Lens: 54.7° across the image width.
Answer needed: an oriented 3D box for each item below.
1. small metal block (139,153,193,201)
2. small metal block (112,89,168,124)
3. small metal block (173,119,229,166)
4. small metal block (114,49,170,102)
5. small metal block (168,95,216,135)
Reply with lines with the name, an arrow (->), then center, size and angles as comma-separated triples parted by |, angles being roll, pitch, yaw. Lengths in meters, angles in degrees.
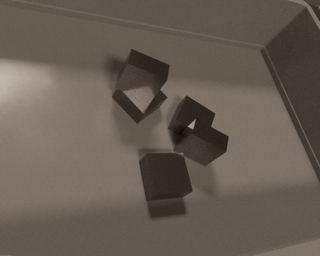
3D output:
small metal block -> 0.006, 0.058, 0.375 | 0.050, 0.025, 0.050 | 1, 61, -28
small metal block -> -0.027, -0.042, 0.418 | 0.050, 0.025, 0.050 | 47, 51, 4
small metal block -> 0.054, 0.021, 0.408 | 0.050, 0.050, 0.025 | 27, 53, -12
small metal block -> -0.023, -0.064, 0.386 | 0.050, 0.050, 0.025 | 20, 54, -17
small metal block -> 0.045, -0.010, 0.438 | 0.050, 0.025, 0.050 | 32, 51, -8
